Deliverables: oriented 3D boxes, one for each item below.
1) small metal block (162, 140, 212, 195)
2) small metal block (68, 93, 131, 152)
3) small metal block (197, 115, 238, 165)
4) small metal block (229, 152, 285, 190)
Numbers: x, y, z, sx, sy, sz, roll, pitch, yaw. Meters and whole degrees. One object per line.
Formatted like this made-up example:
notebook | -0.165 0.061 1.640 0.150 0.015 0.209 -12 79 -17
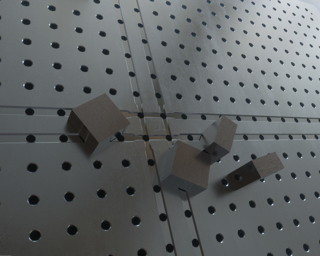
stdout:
small metal block | 0.035 0.051 0.398 0.050 0.025 0.050 25 53 -13
small metal block | -0.073 -0.007 0.374 0.050 0.025 0.050 -35 82 -39
small metal block | 0.076 0.018 0.424 0.025 0.050 0.050 33 51 -8
small metal block | 0.134 0.060 0.430 0.050 0.050 0.025 -13 69 -34
